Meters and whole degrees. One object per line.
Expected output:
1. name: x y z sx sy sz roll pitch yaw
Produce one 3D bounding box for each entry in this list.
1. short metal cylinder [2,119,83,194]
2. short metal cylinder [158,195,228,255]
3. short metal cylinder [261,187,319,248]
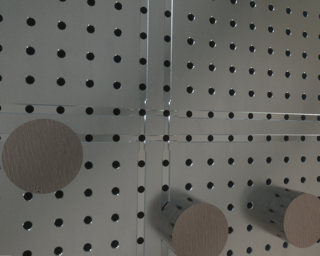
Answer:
1. short metal cylinder: -0.131 0.030 0.351 0.081 0.050 0.079 0 90 -21
2. short metal cylinder: 0.044 0.135 0.417 0.081 0.050 0.079 0 90 -21
3. short metal cylinder: 0.205 0.136 0.477 0.081 0.050 0.079 0 90 -21
